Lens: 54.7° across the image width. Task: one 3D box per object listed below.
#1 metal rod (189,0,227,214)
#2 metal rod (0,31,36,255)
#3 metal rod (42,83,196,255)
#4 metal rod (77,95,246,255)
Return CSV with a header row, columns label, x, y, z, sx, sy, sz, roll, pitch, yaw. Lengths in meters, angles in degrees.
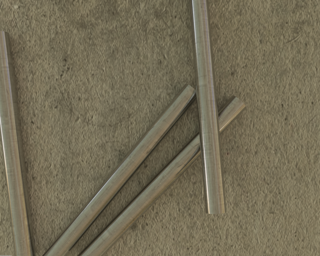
label,x,y,z,sx,sy,sz,roll,pitch,yaw
metal rod,0.058,-0.047,0.391,0.025,0.025,0.298,-3,83,0
metal rod,-0.194,0.024,0.408,0.025,0.025,0.298,-7,90,0
metal rod,-0.052,0.064,0.409,0.025,0.025,0.300,40,90,0
metal rod,0.000,0.073,0.409,0.025,0.025,0.300,44,90,0
